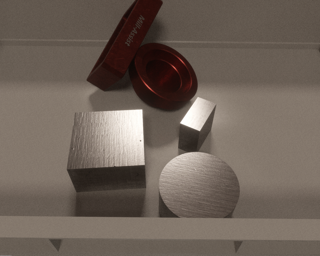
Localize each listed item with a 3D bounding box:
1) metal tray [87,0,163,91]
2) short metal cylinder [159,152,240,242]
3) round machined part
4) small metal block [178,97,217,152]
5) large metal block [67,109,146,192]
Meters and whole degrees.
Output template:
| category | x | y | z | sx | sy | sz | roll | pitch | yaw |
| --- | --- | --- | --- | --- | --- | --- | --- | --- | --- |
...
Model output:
| category | x | y | z | sx | sy | sz | roll | pitch | yaw |
| --- | --- | --- | --- | --- | --- | --- | --- | --- | --- |
| metal tray | -0.052 | -0.122 | 0.439 | 0.030 | 0.090 | 0.130 | 31 | 72 | -20 |
| short metal cylinder | 0.039 | 0.072 | 0.328 | 0.081 | 0.050 | 0.080 | 0 | 50 | 0 |
| round machined part | 0.001 | -0.067 | 0.433 | 0.099 | 0.042 | 0.098 | 17 | 54 | -25 |
| small metal block | 0.047 | -0.002 | 0.391 | 0.025 | 0.050 | 0.050 | 23 | 54 | 18 |
| large metal block | -0.059 | 0.026 | 0.366 | 0.081 | 0.050 | 0.080 | -3 | 50 | -3 |
